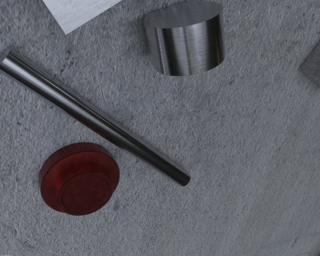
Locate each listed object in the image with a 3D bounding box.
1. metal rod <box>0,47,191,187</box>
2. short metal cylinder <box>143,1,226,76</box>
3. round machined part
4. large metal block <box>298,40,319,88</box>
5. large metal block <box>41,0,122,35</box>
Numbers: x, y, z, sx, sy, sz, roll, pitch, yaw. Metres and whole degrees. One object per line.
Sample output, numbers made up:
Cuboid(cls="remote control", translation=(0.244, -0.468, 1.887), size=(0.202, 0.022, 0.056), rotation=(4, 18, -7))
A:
Cuboid(cls="metal rod", translation=(-0.055, 0.007, 0.382), size=(0.025, 0.025, 0.301), rotation=(-48, 130, 5))
Cuboid(cls="short metal cylinder", translation=(0.027, -0.097, 0.328), size=(0.081, 0.080, 0.050), rotation=(-24, 127, -15))
Cuboid(cls="round machined part", translation=(-0.097, 0.070, 0.387), size=(0.099, 0.042, 0.097), rotation=(-14, 125, -21))
Cuboid(cls="large metal block", translation=(0.279, -0.101, 0.484), size=(0.080, 0.050, 0.080), rotation=(23, 106, -37))
Cuboid(cls="large metal block", translation=(-0.066, -0.129, 0.256), size=(0.080, 0.080, 0.050), rotation=(-34, 129, -6))
